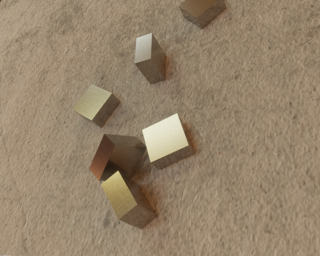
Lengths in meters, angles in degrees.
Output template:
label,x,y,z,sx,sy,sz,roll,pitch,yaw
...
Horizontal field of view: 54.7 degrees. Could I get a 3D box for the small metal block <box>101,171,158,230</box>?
label,x,y,z,sx,sy,sz,roll,pitch,yaw
small metal block,-0.034,0.083,0.354,0.025,0.050,0.050,-39,51,2

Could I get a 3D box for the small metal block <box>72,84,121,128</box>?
label,x,y,z,sx,sy,sz,roll,pitch,yaw
small metal block,-0.097,-0.034,0.474,0.050,0.025,0.050,26,75,36

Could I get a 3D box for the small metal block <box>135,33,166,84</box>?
label,x,y,z,sx,sy,sz,roll,pitch,yaw
small metal block,-0.013,-0.101,0.455,0.025,0.050,0.050,-12,57,21

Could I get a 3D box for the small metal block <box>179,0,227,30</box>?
label,x,y,z,sx,sy,sz,roll,pitch,yaw
small metal block,0.066,-0.189,0.484,0.050,0.025,0.050,-41,51,0

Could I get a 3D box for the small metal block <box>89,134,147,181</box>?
label,x,y,z,sx,sy,sz,roll,pitch,yaw
small metal block,-0.051,0.037,0.380,0.025,0.050,0.050,40,112,39

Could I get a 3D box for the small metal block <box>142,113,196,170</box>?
label,x,y,z,sx,sy,sz,roll,pitch,yaw
small metal block,0.010,0.017,0.387,0.050,0.025,0.050,-26,53,12
